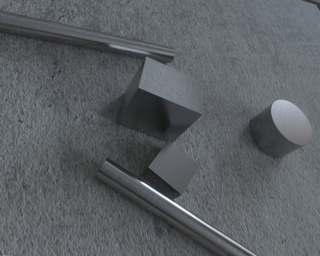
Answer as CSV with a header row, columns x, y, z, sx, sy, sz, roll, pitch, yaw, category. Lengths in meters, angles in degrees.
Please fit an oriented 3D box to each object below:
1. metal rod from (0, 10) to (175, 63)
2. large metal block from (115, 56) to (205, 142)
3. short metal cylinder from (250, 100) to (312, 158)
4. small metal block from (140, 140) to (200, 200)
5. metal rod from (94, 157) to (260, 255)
x,y,z,sx,sy,sz,roll,pitch,yaw,category
-0.118,-0.124,0.416,0.302,0.025,0.025,5,60,-26,metal rod
0.000,-0.031,0.389,0.080,0.080,0.050,21,54,-16,large metal block
0.191,0.002,0.493,0.081,0.050,0.080,14,56,-21,short metal cylinder
0.013,0.052,0.381,0.050,0.025,0.050,40,51,-1,small metal block
0.059,0.127,0.359,0.301,0.025,0.025,34,51,-6,metal rod
